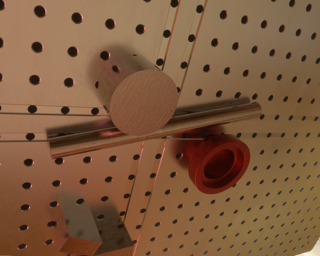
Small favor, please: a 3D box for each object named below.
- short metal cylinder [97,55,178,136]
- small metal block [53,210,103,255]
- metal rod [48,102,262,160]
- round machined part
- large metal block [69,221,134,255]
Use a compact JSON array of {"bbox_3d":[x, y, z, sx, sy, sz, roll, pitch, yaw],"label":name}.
[{"bbox_3d":[-0.026,-0.038,0.357,0.081,0.050,0.079,-14,124,-21],"label":"short metal cylinder"},{"bbox_3d":[-0.113,0.143,0.422,0.050,0.050,0.025,28,103,-37],"label":"small metal block"},{"bbox_3d":[0.010,-0.002,0.415,0.303,0.025,0.025,-11,123,-23],"label":"metal rod"},{"bbox_3d":[0.087,0.051,0.479,0.099,0.042,0.097,-14,124,-21],"label":"round machined part"},{"bbox_3d":[-0.090,0.195,0.467,0.081,0.050,0.079,-4,121,-27],"label":"large metal block"}]
